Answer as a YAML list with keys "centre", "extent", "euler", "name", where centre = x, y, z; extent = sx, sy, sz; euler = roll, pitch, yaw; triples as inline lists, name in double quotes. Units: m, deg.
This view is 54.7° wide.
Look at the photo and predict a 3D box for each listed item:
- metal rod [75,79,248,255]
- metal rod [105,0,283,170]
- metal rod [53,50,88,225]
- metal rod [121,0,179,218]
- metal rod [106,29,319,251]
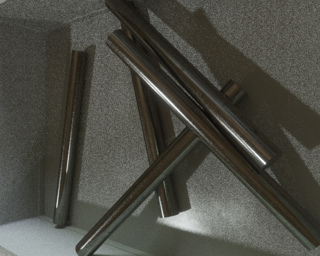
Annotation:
- centre: [-0.009, 0.061, 0.379]
  extent: [0.299, 0.025, 0.025]
  euler: [-48, 61, 17]
  name: "metal rod"
- centre: [0.019, -0.072, 0.352]
  extent: [0.300, 0.025, 0.025]
  euler: [51, 120, 28]
  name: "metal rod"
- centre: [-0.155, 0.020, 0.531]
  extent: [0.025, 0.025, 0.298]
  euler: [14, 99, 39]
  name: "metal rod"
- centre: [-0.018, -0.032, 0.419]
  extent: [0.025, 0.025, 0.298]
  euler: [-20, 78, 38]
  name: "metal rod"
- centre: [0.046, 0.000, 0.325]
  extent: [0.300, 0.025, 0.025]
  euler: [47, 118, 15]
  name: "metal rod"
